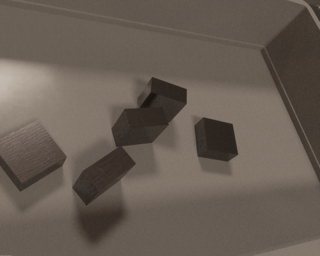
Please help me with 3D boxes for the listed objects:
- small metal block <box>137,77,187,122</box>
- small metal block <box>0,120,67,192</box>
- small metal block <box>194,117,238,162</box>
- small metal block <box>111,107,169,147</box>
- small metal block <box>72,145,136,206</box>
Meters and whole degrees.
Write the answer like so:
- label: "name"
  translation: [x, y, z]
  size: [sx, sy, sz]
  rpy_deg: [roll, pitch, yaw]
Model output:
- label: "small metal block"
  translation: [0.002, -0.036, 0.414]
  size: [0.050, 0.050, 0.025]
  rpy_deg: [17, 55, -19]
- label: "small metal block"
  translation: [-0.134, 0.028, 0.317]
  size: [0.050, 0.025, 0.050]
  rpy_deg: [-35, 82, -39]
- label: "small metal block"
  translation: [0.079, 0.017, 0.440]
  size: [0.050, 0.025, 0.050]
  rpy_deg: [11, 57, -23]
- label: "small metal block"
  translation: [-0.025, -0.001, 0.378]
  size: [0.050, 0.050, 0.025]
  rpy_deg: [-5, 65, -31]
- label: "small metal block"
  translation: [-0.060, 0.051, 0.328]
  size: [0.050, 0.050, 0.025]
  rpy_deg: [-35, 82, -39]
